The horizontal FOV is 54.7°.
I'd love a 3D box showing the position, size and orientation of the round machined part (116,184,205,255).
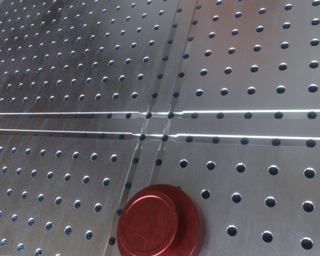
[{"bbox_3d":[-0.005,0.107,0.333,0.098,0.042,0.098,-13,56,20],"label":"round machined part"}]
